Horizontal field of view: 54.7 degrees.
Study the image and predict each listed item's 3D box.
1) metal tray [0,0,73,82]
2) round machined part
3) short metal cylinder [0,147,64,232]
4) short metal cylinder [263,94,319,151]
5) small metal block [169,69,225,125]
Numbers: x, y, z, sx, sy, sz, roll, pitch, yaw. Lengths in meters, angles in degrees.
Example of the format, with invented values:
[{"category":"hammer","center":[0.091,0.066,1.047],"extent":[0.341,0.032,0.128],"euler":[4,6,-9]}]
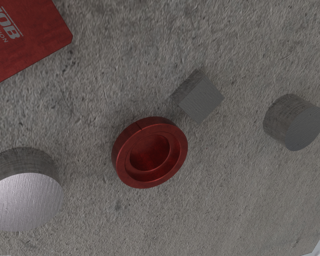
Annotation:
[{"category":"metal tray","center":[-0.146,-0.110,0.256],"extent":[0.090,0.030,0.130],"euler":[-33,129,-7]},{"category":"round machined part","center":[-0.016,0.028,0.404],"extent":[0.099,0.042,0.097],"euler":[-14,124,-21]},{"category":"short metal cylinder","center":[-0.155,0.068,0.349],"extent":[0.081,0.050,0.079],"euler":[-14,124,-21]},{"category":"short metal cylinder","center":[0.217,-0.009,0.504],"extent":[0.081,0.050,0.079],"euler":[-14,124,-21]},{"category":"small metal block","center":[0.049,-0.040,0.409],"extent":[0.050,0.025,0.050],"euler":[-46,129,4]}]
